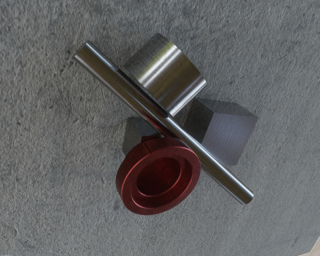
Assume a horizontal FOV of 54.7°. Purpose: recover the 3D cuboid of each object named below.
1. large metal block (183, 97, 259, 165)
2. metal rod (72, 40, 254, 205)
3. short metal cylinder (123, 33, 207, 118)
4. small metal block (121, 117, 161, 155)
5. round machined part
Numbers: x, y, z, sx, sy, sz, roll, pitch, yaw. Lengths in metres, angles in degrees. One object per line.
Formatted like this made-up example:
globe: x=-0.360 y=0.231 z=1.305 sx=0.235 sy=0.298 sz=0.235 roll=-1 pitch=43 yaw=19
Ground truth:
large metal block: x=0.080 y=0.006 z=0.442 sx=0.081 sy=0.050 sz=0.079 roll=4 pitch=116 yaw=-31
metal rod: x=0.021 y=0.009 z=0.379 sx=0.025 sy=0.025 sz=0.300 roll=-47 pitch=115 yaw=4
short metal cylinder: x=0.005 y=-0.057 z=0.342 sx=0.050 sy=0.080 sz=0.080 roll=-45 pitch=130 yaw=2
small metal block: x=-0.025 y=0.019 z=0.392 sx=0.025 sy=0.050 sz=0.050 roll=-2 pitch=120 yaw=-28
round machined part: x=-0.005 y=0.051 z=0.364 sx=0.099 sy=0.042 sz=0.097 roll=-14 pitch=126 yaw=-20
